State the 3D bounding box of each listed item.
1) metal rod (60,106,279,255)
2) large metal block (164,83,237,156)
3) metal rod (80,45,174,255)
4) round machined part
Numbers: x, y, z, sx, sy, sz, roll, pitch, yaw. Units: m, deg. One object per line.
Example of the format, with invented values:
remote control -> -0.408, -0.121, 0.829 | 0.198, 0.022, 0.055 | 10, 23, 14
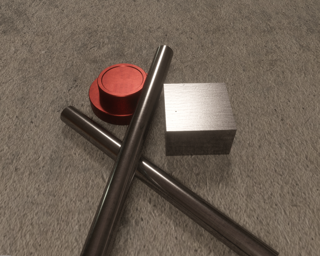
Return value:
metal rod -> -0.008, 0.055, 0.356 | 0.300, 0.025, 0.025 | 33, 57, 24
large metal block -> 0.046, -0.012, 0.398 | 0.081, 0.050, 0.080 | -1, 50, -2
metal rod -> -0.028, 0.010, 0.358 | 0.025, 0.025, 0.300 | 11, 55, 8
round machined part -> -0.051, -0.054, 0.437 | 0.099, 0.042, 0.098 | 0, 50, 0
